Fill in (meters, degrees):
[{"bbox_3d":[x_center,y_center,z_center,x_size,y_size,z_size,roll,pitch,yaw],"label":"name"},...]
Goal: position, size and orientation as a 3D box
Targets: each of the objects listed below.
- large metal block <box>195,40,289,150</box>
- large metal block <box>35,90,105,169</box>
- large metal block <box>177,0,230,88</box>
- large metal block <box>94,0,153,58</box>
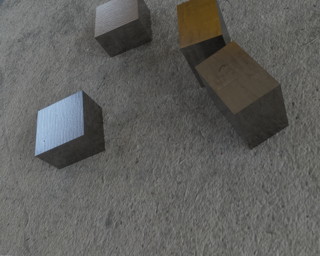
[{"bbox_3d":[0.091,-0.035,0.342,0.050,0.080,0.080,-35,51,6],"label":"large metal block"},{"bbox_3d":[-0.131,0.003,0.455,0.080,0.050,0.080,-23,53,14],"label":"large metal block"},{"bbox_3d":[0.062,-0.113,0.405,0.050,0.080,0.080,-15,56,20],"label":"large metal block"},{"bbox_3d":[-0.062,-0.179,0.530,0.080,0.050,0.080,-17,55,18],"label":"large metal block"}]
